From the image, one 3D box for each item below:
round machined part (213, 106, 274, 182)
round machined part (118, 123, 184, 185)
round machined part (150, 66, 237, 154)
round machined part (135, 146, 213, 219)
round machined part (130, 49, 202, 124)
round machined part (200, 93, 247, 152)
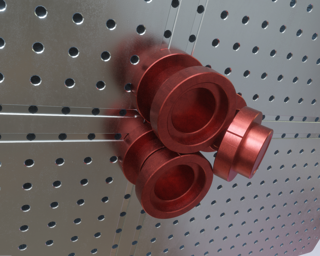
[{"bbox_3d":[0.109,0.025,0.392,0.098,0.042,0.097,-45,150,-36],"label":"round machined part"},{"bbox_3d":[-0.004,0.043,0.424,0.099,0.042,0.097,-14,124,-21],"label":"round machined part"},{"bbox_3d":[0.033,-0.023,0.348,0.099,0.042,0.097,-14,124,-21],"label":"round machined part"},{"bbox_3d":[0.014,0.063,0.391,0.099,0.042,0.097,-14,124,-21],"label":"round machined part"},{"bbox_3d":[0.017,-0.044,0.383,0.099,0.042,0.097,-14,124,-21],"label":"round machined part"},{"bbox_3d":[0.086,-0.006,0.443,0.099,0.042,0.097,-14,124,-21],"label":"round machined part"}]
